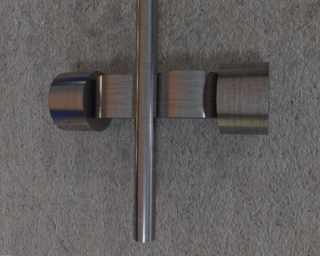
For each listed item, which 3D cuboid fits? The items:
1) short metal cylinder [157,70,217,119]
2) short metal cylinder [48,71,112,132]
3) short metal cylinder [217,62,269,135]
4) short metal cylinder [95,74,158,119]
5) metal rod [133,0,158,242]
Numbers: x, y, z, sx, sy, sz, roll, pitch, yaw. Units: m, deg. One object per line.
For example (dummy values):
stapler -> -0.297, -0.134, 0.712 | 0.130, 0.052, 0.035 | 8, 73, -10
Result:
short metal cylinder -> 0.033, -0.037, 0.369 | 0.080, 0.080, 0.050 | 1, 91, 20
short metal cylinder -> -0.103, -0.036, 0.417 | 0.050, 0.080, 0.080 | 1, 90, 20
short metal cylinder -> 0.096, -0.032, 0.347 | 0.050, 0.080, 0.080 | 1, 90, 20
short metal cylinder -> -0.042, -0.037, 0.396 | 0.080, 0.080, 0.050 | 1, 91, 20
metal rod -> -0.016, -0.024, 0.350 | 0.025, 0.025, 0.298 | 1, 90, 20
